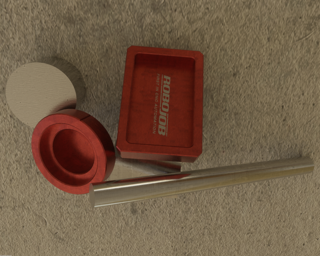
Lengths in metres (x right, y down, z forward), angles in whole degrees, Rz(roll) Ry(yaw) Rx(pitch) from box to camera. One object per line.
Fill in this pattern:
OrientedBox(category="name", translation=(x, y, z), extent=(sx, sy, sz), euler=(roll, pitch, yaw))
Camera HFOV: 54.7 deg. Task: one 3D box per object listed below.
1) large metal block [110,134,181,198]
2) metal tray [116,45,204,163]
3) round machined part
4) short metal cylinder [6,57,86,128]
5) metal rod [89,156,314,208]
OrientedBox(category="large metal block", translation=(-0.018, 0.044, 0.397), extent=(0.081, 0.080, 0.050), euler=(4, 110, -2))
OrientedBox(category="metal tray", translation=(0.002, -0.029, 0.357), extent=(0.091, 0.030, 0.130), euler=(4, 70, -2))
OrientedBox(category="round machined part", translation=(-0.096, 0.024, 0.362), extent=(0.098, 0.042, 0.097), euler=(6, 110, 18))
OrientedBox(category="short metal cylinder", translation=(-0.137, -0.044, 0.380), extent=(0.081, 0.050, 0.079), euler=(0, 110, -1))
OrientedBox(category="metal rod", translation=(0.069, 0.059, 0.371), extent=(0.303, 0.025, 0.025), euler=(-3, 112, -25))
